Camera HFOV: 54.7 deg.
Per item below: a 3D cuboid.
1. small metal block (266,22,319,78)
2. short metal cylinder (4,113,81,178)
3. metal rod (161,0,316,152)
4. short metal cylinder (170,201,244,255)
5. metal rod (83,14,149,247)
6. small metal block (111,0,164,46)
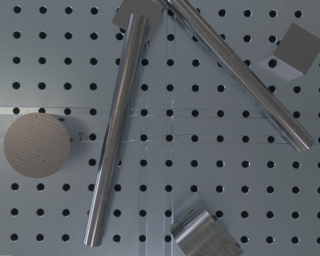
[{"bbox_3d":[0.181,-0.103,0.415,0.050,0.025,0.050,31,90,0],"label":"small metal block"},{"bbox_3d":[-0.149,0.021,0.400,0.081,0.050,0.079,0,90,0],"label":"short metal cylinder"},{"bbox_3d":[0.096,-0.087,0.413,0.025,0.025,0.300,-42,90,0],"label":"metal rod"},{"bbox_3d":[0.058,0.138,0.386,0.050,0.080,0.080,-41,90,0],"label":"short metal cylinder"},{"bbox_3d":[-0.058,0.007,0.399,0.025,0.025,0.298,12,95,0],"label":"metal rod"},{"bbox_3d":[-0.029,-0.146,0.413,0.050,0.025,0.050,29,90,0],"label":"small metal block"}]
